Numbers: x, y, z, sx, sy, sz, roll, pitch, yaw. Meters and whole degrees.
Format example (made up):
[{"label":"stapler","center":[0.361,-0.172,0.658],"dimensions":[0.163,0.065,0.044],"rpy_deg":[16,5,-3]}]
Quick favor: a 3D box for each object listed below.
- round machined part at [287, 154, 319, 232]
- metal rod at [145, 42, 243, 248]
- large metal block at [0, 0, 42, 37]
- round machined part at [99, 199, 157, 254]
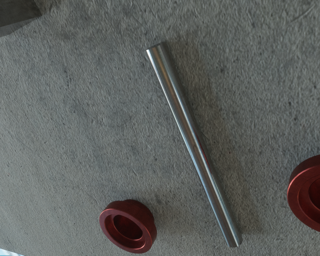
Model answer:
[{"label":"round machined part","center":[0.193,0.067,0.336],"dimensions":[0.098,0.042,0.097],"rpy_deg":[13,124,21]},{"label":"metal rod","center":[0.051,0.036,0.401],"dimensions":[0.025,0.025,0.299],"rpy_deg":[-11,113,33]},{"label":"large metal block","center":[-0.217,-0.146,0.395],"dimensions":[0.080,0.080,0.050],"rpy_deg":[-11,113,33]},{"label":"round machined part","center":[-0.049,0.160,0.521],"dimensions":[0.098,0.042,0.097],"rpy_deg":[13,124,21]}]
